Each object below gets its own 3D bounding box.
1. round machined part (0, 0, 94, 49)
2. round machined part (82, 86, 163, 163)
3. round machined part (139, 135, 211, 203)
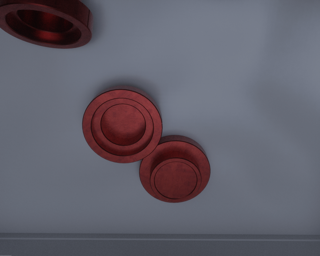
[{"bbox_3d":[-0.121,-0.125,0.332,0.099,0.098,0.042,4,80,-2],"label":"round machined part"},{"bbox_3d":[-0.046,-0.007,0.399,0.099,0.042,0.097,0,110,-1],"label":"round machined part"},{"bbox_3d":[0.020,0.062,0.426,0.099,0.042,0.097,0,110,-1],"label":"round machined part"}]
